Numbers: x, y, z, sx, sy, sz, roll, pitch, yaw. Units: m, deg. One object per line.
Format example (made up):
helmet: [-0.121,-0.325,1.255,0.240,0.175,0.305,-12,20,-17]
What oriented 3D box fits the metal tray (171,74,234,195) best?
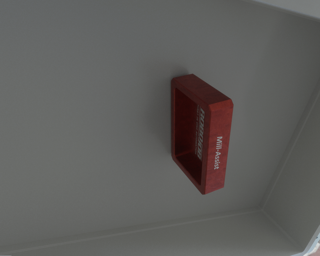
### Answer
metal tray: [0.048,0.008,0.393,0.030,0.090,0.129,-16,125,-21]
